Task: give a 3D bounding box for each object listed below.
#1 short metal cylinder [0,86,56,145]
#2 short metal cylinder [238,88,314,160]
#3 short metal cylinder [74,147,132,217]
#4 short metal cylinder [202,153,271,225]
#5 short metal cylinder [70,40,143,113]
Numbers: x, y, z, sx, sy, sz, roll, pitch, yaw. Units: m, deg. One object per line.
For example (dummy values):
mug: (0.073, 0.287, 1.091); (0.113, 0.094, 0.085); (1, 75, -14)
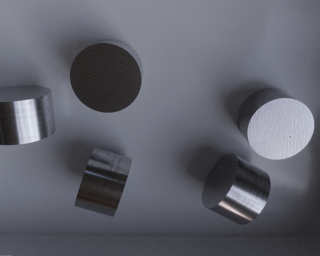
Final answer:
short metal cylinder: (-0.171, -0.018, 0.373); (0.081, 0.080, 0.050); (0, 110, -1)
short metal cylinder: (0.146, -0.006, 0.398); (0.081, 0.050, 0.079); (0, 110, -1)
short metal cylinder: (-0.074, 0.070, 0.407); (0.050, 0.080, 0.079); (19, 109, -7)
short metal cylinder: (0.100, 0.081, 0.413); (0.050, 0.080, 0.080); (29, 107, -11)
short metal cylinder: (-0.061, -0.064, 0.374); (0.081, 0.050, 0.079); (0, 110, -1)
